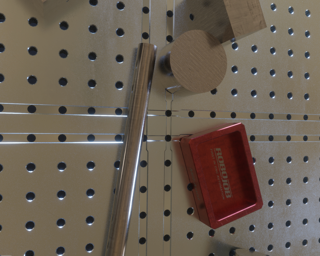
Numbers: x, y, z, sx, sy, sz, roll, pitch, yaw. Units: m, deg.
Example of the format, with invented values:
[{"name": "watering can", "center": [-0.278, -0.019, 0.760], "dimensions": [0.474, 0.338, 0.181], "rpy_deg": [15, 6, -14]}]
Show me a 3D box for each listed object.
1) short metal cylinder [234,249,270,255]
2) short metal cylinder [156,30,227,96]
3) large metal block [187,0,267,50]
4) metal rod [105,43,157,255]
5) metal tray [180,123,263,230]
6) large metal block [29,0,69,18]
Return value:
[{"name": "short metal cylinder", "center": [0.140, 0.210, 0.435], "dimensions": [0.081, 0.080, 0.050], "rpy_deg": [16, 85, -19]}, {"name": "short metal cylinder", "center": [0.041, -0.084, 0.414], "dimensions": [0.081, 0.050, 0.080], "rpy_deg": [0, 90, -20]}, {"name": "large metal block", "center": [0.086, -0.156, 0.414], "dimensions": [0.050, 0.080, 0.080], "rpy_deg": [-22, 98, -19]}, {"name": "metal rod", "center": [-0.038, 0.040, 0.398], "dimensions": [0.025, 0.025, 0.298], "rpy_deg": [10, 87, -20]}, {"name": "metal tray", "center": [0.089, 0.065, 0.442], "dimensions": [0.091, 0.030, 0.129], "rpy_deg": [-17, 96, -19]}, {"name": "large metal block", "center": [-0.129, -0.189, 0.351], "dimensions": [0.080, 0.050, 0.080], "rpy_deg": [-44, 104, -15]}]
